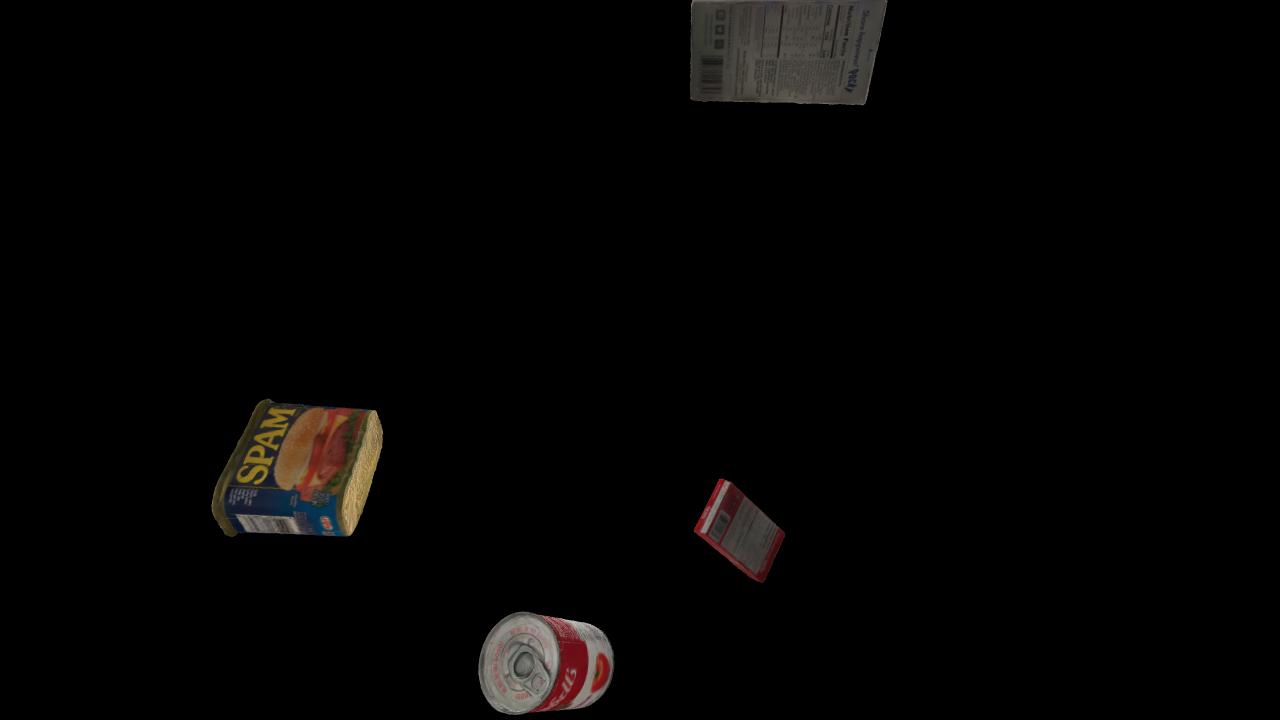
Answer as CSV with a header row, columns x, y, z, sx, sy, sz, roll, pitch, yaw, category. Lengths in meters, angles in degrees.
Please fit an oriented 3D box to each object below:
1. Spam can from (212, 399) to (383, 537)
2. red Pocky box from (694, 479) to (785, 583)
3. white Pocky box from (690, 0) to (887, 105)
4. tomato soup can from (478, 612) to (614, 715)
x,y,z,sx,sy,sz,roll,pitch,yaw,category
-0.253,0.082,0.467,0.085,0.101,0.058,5,-43,-8,Spam can
0.142,0.242,0.863,0.028,0.083,0.155,2,-36,50,red Pocky box
0.120,-0.263,0.522,0.154,0.084,0.028,4,44,8,white Pocky box
-0.070,0.238,0.483,0.068,0.068,0.101,0,-25,24,tomato soup can
